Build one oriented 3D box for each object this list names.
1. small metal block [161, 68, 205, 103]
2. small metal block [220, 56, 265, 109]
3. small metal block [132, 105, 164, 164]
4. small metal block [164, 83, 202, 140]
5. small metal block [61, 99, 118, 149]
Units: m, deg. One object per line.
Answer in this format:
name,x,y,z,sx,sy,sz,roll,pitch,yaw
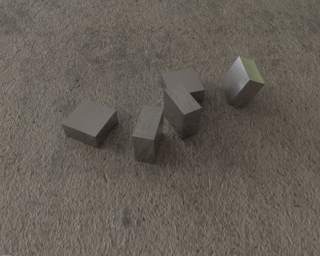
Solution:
small metal block,0.032,-0.059,0.453,0.050,0.025,0.050,-12,51,-10
small metal block,0.115,-0.064,0.437,0.025,0.050,0.050,11,47,-22
small metal block,-0.013,0.008,0.380,0.025,0.050,0.050,10,51,8
small metal block,0.028,-0.021,0.405,0.025,0.050,0.050,-22,54,-17
small metal block,-0.091,-0.007,0.408,0.050,0.025,0.050,20,53,16
